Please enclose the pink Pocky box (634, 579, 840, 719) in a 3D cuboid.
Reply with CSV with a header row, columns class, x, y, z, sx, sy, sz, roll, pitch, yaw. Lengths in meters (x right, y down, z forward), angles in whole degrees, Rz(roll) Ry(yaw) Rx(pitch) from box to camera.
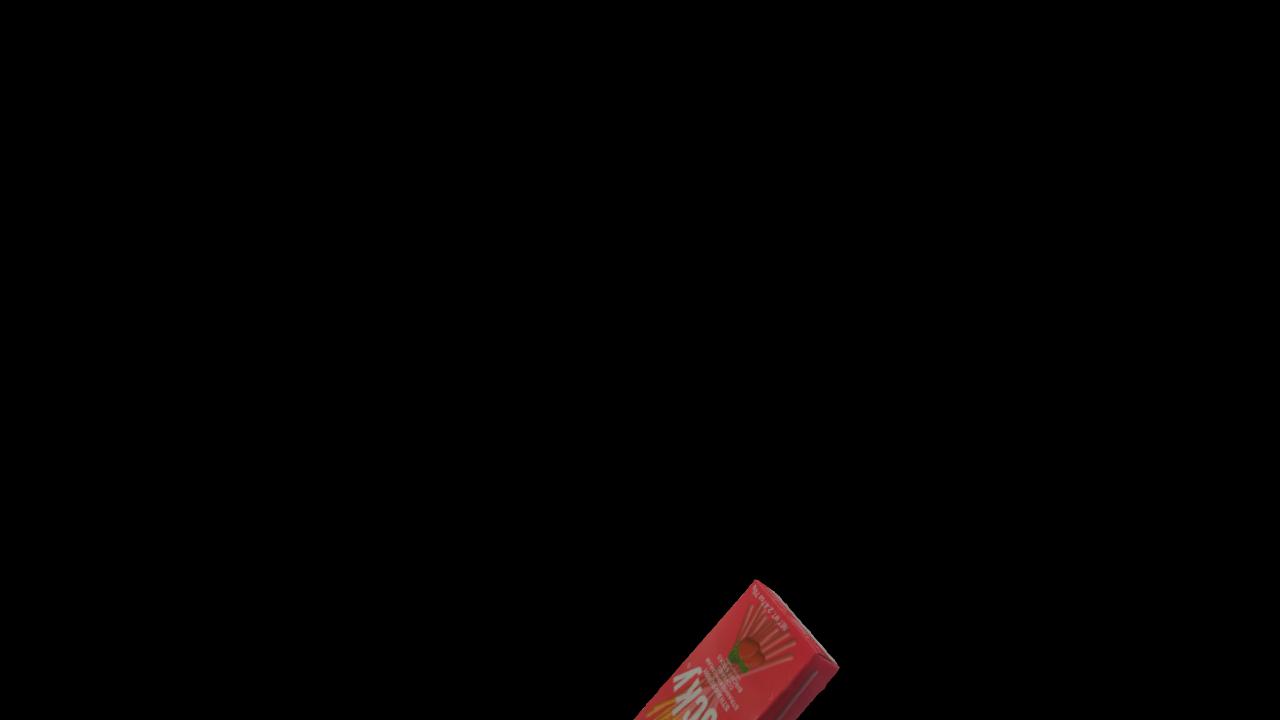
class,x,y,z,sx,sy,sz,roll,pitch,yaw
pink Pocky box,0.058,0.239,0.430,0.029,0.155,0.084,42,-2,-23
